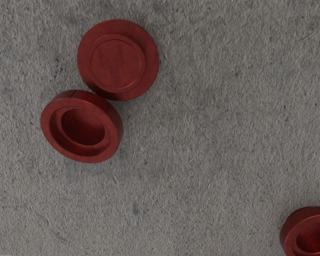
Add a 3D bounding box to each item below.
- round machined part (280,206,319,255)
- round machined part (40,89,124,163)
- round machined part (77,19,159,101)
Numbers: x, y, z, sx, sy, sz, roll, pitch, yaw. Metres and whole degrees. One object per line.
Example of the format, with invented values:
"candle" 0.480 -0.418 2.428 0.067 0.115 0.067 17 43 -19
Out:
"round machined part" 0.227 0.157 0.460 0.099 0.042 0.097 0 110 0
"round machined part" -0.093 -0.006 0.387 0.098 0.042 0.097 6 126 8
"round machined part" -0.050 -0.079 0.371 0.099 0.042 0.097 0 110 0
